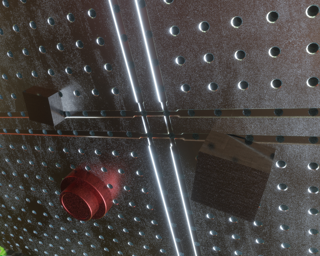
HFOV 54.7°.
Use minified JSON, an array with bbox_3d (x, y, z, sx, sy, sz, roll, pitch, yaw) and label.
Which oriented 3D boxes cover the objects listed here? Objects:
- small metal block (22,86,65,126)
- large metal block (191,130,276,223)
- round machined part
[{"bbox_3d":[-0.182,-0.035,0.486,0.050,0.025,0.050,13,124,21],"label":"small metal block"},{"bbox_3d":[0.089,0.059,0.384,0.080,0.050,0.079,17,125,18],"label":"large metal block"},{"bbox_3d":[-0.138,0.126,0.551,0.098,0.042,0.097,13,124,21],"label":"round machined part"}]
